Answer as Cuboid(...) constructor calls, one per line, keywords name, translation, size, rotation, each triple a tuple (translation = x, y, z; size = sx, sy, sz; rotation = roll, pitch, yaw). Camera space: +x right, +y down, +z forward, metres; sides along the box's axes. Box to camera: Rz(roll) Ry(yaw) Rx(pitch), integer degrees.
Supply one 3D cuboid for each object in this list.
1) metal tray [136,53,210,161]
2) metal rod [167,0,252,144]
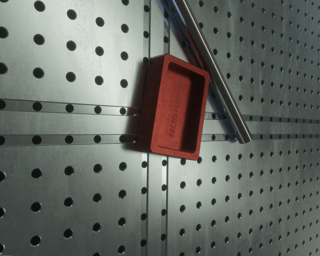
Cuboid(name="metal tray", translation=(0.021, -0.025, 0.425), size=(0.091, 0.030, 0.129), rotation=(14, 81, -39))
Cuboid(name="metal rod", translation=(0.075, -0.096, 0.474), size=(0.025, 0.025, 0.299), rotation=(-47, 118, -30))
